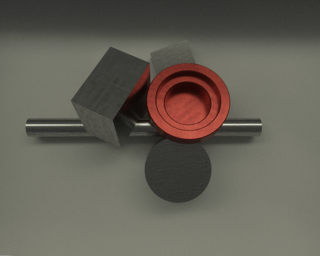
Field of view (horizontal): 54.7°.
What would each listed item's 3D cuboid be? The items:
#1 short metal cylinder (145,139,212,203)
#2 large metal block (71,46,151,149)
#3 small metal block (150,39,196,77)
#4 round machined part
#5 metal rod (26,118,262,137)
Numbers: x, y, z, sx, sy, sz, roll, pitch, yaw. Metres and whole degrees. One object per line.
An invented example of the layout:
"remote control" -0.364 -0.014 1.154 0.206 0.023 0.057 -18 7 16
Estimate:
"short metal cylinder" 0.022 0.050 0.397 0.081 0.050 0.079 0 90 -1
"large metal block" -0.052 -0.033 0.367 0.050 0.080 0.080 25 67 11
"small metal block" 0.020 -0.082 0.411 0.050 0.025 0.050 -21 90 -1
"round machined part" 0.033 -0.027 0.383 0.099 0.042 0.098 0 72 0
"metal rod" -0.020 -0.001 0.408 0.302 0.025 0.025 0 90 -1
